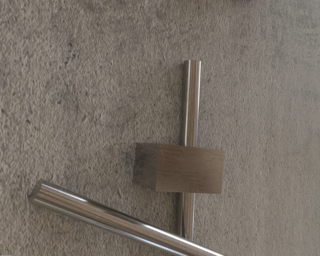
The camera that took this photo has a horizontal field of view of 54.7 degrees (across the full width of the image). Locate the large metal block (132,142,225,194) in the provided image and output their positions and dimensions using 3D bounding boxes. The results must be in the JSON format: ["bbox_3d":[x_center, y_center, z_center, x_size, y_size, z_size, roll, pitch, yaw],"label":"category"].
[{"bbox_3d":[0.019,0.047,0.374,0.081,0.080,0.050,7,85,-22],"label":"large metal block"}]

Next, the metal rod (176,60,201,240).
[{"bbox_3d":[0.039,0.054,0.440,0.025,0.025,0.298,5,87,-40],"label":"metal rod"}]

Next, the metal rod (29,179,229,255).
[{"bbox_3d":[-0.010,0.131,0.376,0.301,0.025,0.025,32,70,-29],"label":"metal rod"}]
